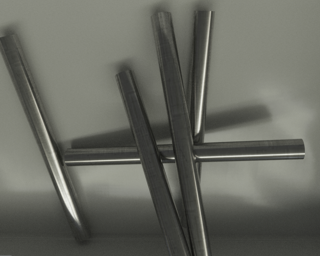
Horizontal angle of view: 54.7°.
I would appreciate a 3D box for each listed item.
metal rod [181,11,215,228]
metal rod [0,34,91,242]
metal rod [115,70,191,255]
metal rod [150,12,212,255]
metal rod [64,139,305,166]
[{"bbox_3d":[0.047,0.003,0.412,0.025,0.025,0.298,2,110,-1],"label":"metal rod"},{"bbox_3d":[-0.150,0.027,0.419,0.025,0.025,0.298,-12,110,4],"label":"metal rod"},{"bbox_3d":[0.000,0.074,0.375,0.025,0.025,0.299,-18,85,6],"label":"metal rod"},{"bbox_3d":[0.027,0.015,0.370,0.025,0.025,0.298,-10,93,3],"label":"metal rod"},{"bbox_3d":[0.023,0.033,0.399,0.301,0.025,0.025,-3,111,10],"label":"metal rod"}]
